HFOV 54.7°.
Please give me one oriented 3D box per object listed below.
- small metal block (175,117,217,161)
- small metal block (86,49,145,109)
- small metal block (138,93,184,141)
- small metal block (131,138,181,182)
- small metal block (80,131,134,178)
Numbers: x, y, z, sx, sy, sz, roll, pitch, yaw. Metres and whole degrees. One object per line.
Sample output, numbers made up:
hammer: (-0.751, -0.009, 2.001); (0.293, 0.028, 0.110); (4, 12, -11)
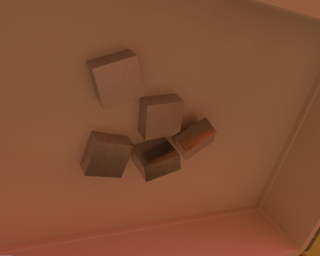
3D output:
small metal block: (0.049, 0.016, 0.433); (0.050, 0.025, 0.050); (-33, 162, -7)
small metal block: (-0.049, -0.055, 0.349); (0.050, 0.025, 0.050); (-21, 127, -16)
small metal block: (0.001, -0.015, 0.402); (0.050, 0.025, 0.050); (-9, 123, -24)
small metal block: (-0.007, 0.040, 0.415); (0.050, 0.050, 0.025); (-18, 126, -19)
small metal block: (-0.068, 0.035, 0.394); (0.050, 0.025, 0.050); (10, 113, -33)
